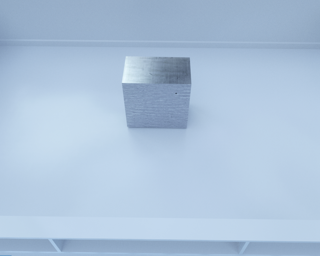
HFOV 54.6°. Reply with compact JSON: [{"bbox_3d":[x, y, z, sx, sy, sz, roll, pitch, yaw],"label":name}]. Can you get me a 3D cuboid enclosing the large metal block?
[{"bbox_3d":[-0.003,-0.045,0.405,0.080,0.080,0.050,1,50,0],"label":"large metal block"}]
